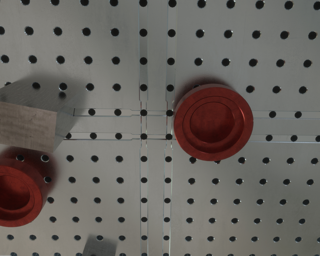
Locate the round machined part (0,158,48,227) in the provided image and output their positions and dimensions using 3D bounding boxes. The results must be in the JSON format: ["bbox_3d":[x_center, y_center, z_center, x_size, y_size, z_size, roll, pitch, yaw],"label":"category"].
[{"bbox_3d":[-0.207,0.086,0.434,0.099,0.042,0.097,0,110,0],"label":"round machined part"}]

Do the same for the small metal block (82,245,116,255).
[{"bbox_3d":[-0.104,0.221,0.494,0.050,0.025,0.050,18,109,-7],"label":"small metal block"}]

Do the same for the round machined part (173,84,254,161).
[{"bbox_3d":[0.066,-0.010,0.401,0.099,0.042,0.097,0,110,0],"label":"round machined part"}]

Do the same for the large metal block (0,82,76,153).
[{"bbox_3d":[-0.156,-0.016,0.377,0.081,0.080,0.050,11,110,-4],"label":"large metal block"}]
